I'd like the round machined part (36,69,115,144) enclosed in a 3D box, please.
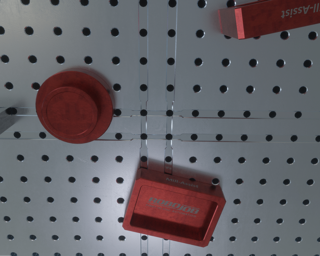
[{"bbox_3d":[-0.109,-0.024,0.394,0.099,0.042,0.097,0,110,0],"label":"round machined part"}]

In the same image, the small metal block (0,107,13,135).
[{"bbox_3d":[-0.226,-0.007,0.396,0.050,0.050,0.025,-2,110,1],"label":"small metal block"}]

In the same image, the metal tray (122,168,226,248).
[{"bbox_3d":[0.019,0.118,0.454,0.131,0.030,0.089,15,109,-6],"label":"metal tray"}]

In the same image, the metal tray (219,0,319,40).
[{"bbox_3d":[0.138,-0.127,0.333,0.131,0.090,0.030,-11,110,4],"label":"metal tray"}]
